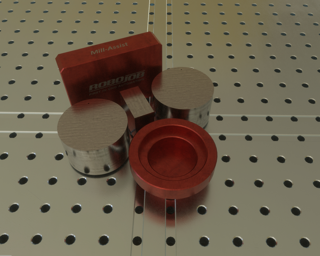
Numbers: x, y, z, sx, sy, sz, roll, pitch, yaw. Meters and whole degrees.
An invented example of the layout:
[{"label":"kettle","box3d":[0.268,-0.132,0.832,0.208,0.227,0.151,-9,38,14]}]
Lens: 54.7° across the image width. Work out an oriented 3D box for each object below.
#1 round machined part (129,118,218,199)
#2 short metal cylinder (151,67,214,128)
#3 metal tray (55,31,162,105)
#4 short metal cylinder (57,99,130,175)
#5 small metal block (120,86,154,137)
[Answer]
[{"label":"round machined part","box3d":[0.014,0.039,0.359,0.099,0.042,0.098,0,50,0]},{"label":"short metal cylinder","box3d":[0.029,-0.037,0.418,0.081,0.050,0.080,0,50,0]},{"label":"metal tray","box3d":[-0.062,-0.070,0.418,0.131,0.090,0.030,-19,53,-15]},{"label":"short metal cylinder","box3d":[-0.078,0.010,0.377,0.081,0.050,0.080,0,50,0]},{"label":"small metal block","box3d":[-0.029,-0.017,0.400,0.025,0.050,0.050,-20,53,-16]}]
